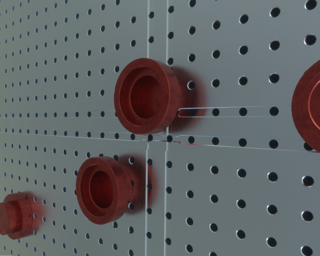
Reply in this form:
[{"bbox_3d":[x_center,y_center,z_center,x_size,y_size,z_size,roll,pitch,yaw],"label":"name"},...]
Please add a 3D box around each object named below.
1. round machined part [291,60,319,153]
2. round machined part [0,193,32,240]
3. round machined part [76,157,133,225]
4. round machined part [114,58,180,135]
[{"bbox_3d":[0.163,-0.020,0.264,0.098,0.042,0.097,0,90,40],"label":"round machined part"},{"bbox_3d":[-0.318,0.190,0.664,0.098,0.042,0.097,0,90,40],"label":"round machined part"},{"bbox_3d":[-0.080,0.091,0.466,0.098,0.042,0.097,0,90,40],"label":"round machined part"},{"bbox_3d":[-0.012,-0.040,0.410,0.098,0.042,0.097,0,90,40],"label":"round machined part"}]
